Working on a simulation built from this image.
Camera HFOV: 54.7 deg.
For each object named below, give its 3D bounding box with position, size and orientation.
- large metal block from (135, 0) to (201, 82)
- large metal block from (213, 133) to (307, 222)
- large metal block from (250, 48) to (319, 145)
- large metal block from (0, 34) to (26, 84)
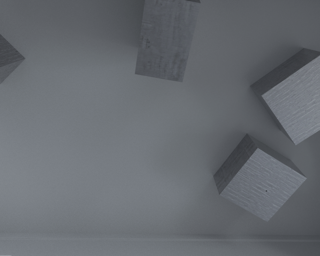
[{"bbox_3d":[0.007,-0.106,0.334,0.050,0.080,0.079,9,123,-4],"label":"large metal block"},{"bbox_3d":[0.133,0.067,0.424,0.080,0.050,0.080,31,107,-11],"label":"large metal block"},{"bbox_3d":[0.174,-0.040,0.385,0.080,0.050,0.080,-36,106,12],"label":"large metal block"},{"bbox_3d":[-0.215,-0.086,0.348,0.050,0.080,0.080,-40,106,13],"label":"large metal block"}]
